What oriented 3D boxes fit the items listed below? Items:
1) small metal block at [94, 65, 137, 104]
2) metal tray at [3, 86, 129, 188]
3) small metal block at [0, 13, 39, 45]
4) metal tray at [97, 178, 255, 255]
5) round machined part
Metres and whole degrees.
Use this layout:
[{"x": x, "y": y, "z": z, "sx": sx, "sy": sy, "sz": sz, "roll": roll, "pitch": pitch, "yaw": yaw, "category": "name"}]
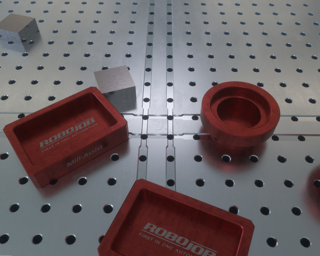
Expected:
[{"x": -0.067, "y": -0.064, "z": 0.460, "sx": 0.050, "sy": 0.025, "sz": 0.050, "roll": -15, "pitch": 52, "yaw": -13, "category": "small metal block"}, {"x": -0.118, "y": 0.006, "z": 0.398, "sx": 0.131, "sy": 0.030, "sz": 0.090, "roll": -30, "pitch": 56, "yaw": -23, "category": "metal tray"}, {"x": -0.257, "y": -0.178, "z": 0.555, "sx": 0.050, "sy": 0.025, "sz": 0.050, "roll": 15, "pitch": 52, "yaw": 12, "category": "small metal block"}, {"x": 0.017, "y": 0.114, "z": 0.308, "sx": 0.130, "sy": 0.030, "sz": 0.090, "roll": 18, "pitch": 52, "yaw": 15, "category": "metal tray"}, {"x": 0.102, "y": -0.014, "z": 0.409, "sx": 0.099, "sy": 0.042, "sz": 0.098, "roll": 0, "pitch": 50, "yaw": 0, "category": "round machined part"}]
